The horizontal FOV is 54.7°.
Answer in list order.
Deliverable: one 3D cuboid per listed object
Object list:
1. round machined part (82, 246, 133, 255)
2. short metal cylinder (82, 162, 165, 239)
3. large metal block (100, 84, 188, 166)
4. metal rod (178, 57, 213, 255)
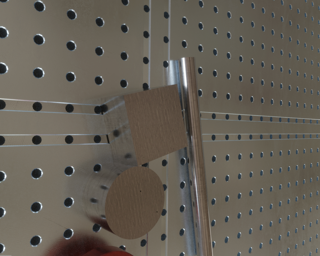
[{"bbox_3d":[-0.068,0.180,0.343,0.099,0.042,0.097,0,90,-40],"label":"round machined part"},{"bbox_3d":[-0.042,0.082,0.360,0.081,0.050,0.079,0,90,-40],"label":"short metal cylinder"},{"bbox_3d":[-0.018,-0.006,0.380,0.081,0.050,0.079,-18,102,-39],"label":"large metal block"},{"bbox_3d":[0.053,0.048,0.456,0.025,0.025,0.298,-10,97,-40],"label":"metal rod"}]
